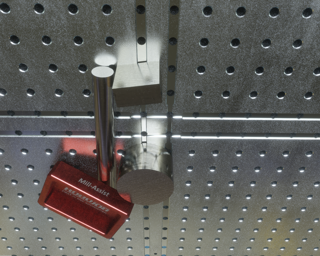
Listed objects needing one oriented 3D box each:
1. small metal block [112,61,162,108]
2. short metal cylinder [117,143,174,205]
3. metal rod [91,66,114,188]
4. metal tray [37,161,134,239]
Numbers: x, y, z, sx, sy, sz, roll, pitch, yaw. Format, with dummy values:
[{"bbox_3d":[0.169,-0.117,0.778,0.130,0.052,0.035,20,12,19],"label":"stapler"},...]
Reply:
[{"bbox_3d":[-0.024,-0.050,0.352,0.050,0.050,0.025,-6,130,4],"label":"small metal block"},{"bbox_3d":[-0.021,0.068,0.453,0.081,0.050,0.079,0,130,0],"label":"short metal cylinder"},{"bbox_3d":[-0.079,0.048,0.451,0.025,0.025,0.298,4,130,-4],"label":"metal rod"},{"bbox_3d":[-0.115,0.114,0.478,0.130,0.030,0.089,29,131,-6],"label":"metal tray"}]
